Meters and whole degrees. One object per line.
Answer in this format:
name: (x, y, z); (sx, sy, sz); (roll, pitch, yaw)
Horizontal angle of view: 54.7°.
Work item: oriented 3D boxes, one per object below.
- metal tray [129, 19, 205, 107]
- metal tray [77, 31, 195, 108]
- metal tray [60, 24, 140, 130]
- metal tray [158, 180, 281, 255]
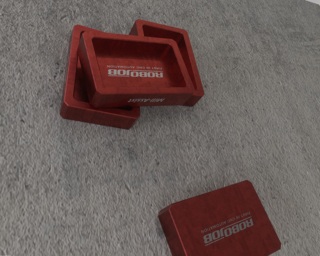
metal tray: (0.008, -0.098, 0.463); (0.091, 0.030, 0.130); (4, 60, -27)
metal tray: (-0.029, -0.073, 0.389); (0.131, 0.030, 0.090); (-4, 64, -30)
metal tray: (-0.074, -0.067, 0.401); (0.091, 0.030, 0.130); (11, 57, -23)
metal tray: (0.073, 0.121, 0.366); (0.131, 0.030, 0.090); (-9, 66, -32)
